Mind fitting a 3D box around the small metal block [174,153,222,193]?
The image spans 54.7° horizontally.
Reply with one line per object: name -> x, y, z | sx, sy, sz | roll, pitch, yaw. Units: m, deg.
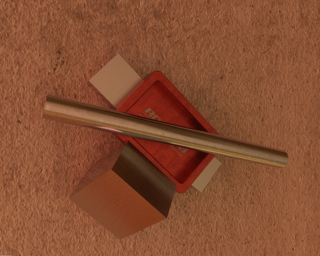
small metal block -> 0.048, 0.053, 0.429 | 0.050, 0.025, 0.050 | 40, 77, -16

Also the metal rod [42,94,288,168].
metal rod -> 0.023, 0.010, 0.361 | 0.302, 0.025, 0.025 | 13, 86, -20

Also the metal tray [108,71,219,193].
metal tray -> 0.007, 0.006, 0.384 | 0.130, 0.030, 0.090 | 46, 76, -15

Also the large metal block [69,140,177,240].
large metal block -> -0.042, 0.074, 0.357 | 0.080, 0.080, 0.050 | 45, 34, -15

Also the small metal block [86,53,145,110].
small metal block -> -0.055, -0.056, 0.390 | 0.050, 0.025, 0.050 | 47, 75, -15
